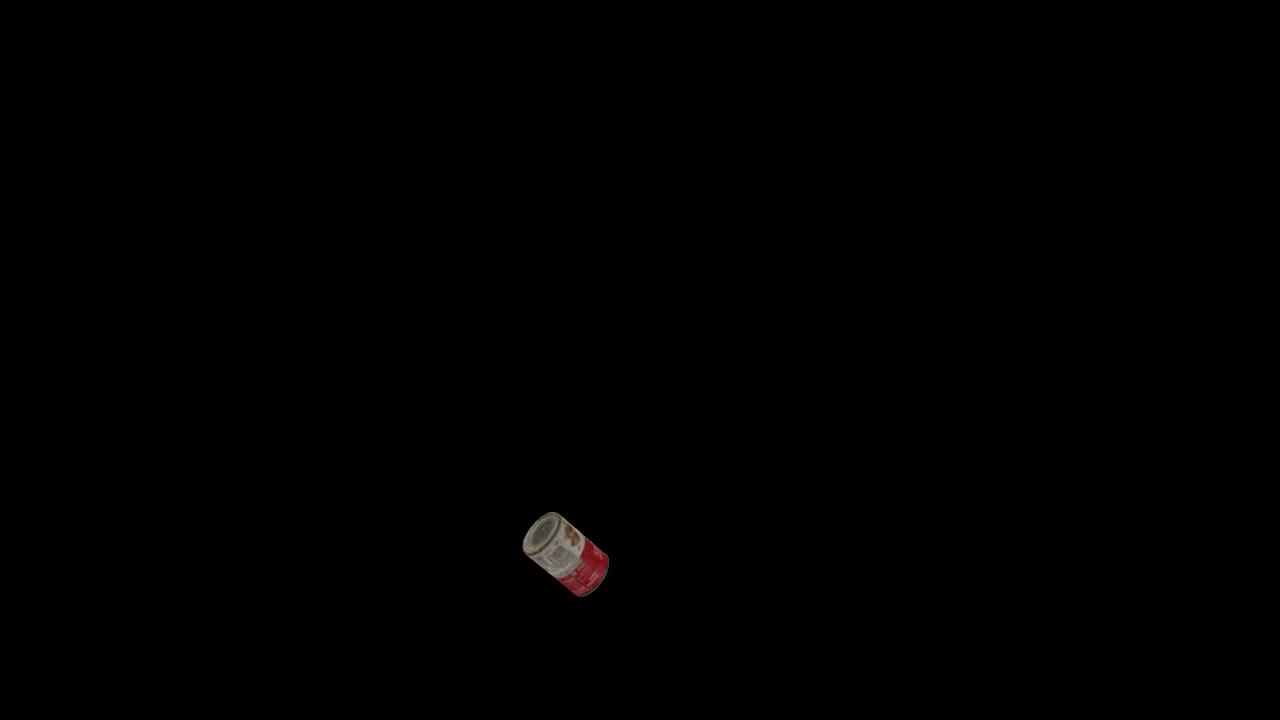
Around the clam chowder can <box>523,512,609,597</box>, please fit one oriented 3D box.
[{"bbox_3d":[-0.099,0.260,0.824,0.102,0.068,0.068,47,-23,-23],"label":"clam chowder can"}]
